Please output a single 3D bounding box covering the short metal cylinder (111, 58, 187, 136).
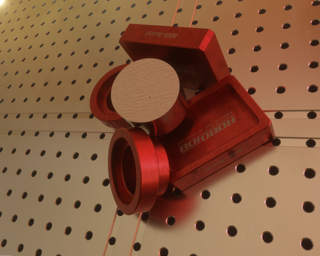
[{"bbox_3d":[-0.011,-0.036,0.371,0.080,0.050,0.080,-5,70,13],"label":"short metal cylinder"}]

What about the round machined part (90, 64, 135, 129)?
[{"bbox_3d":[-0.048,-0.042,0.447,0.098,0.042,0.098,-13,56,20],"label":"round machined part"}]

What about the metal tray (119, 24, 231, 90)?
[{"bbox_3d":[0.020,-0.092,0.411,0.130,0.090,0.030,16,71,34],"label":"metal tray"}]

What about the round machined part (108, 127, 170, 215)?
[{"bbox_3d":[-0.023,0.047,0.357,0.098,0.042,0.097,7,98,61],"label":"round machined part"}]

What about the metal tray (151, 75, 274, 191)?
[{"bbox_3d":[0.055,0.004,0.372,0.130,0.030,0.090,-32,52,7],"label":"metal tray"}]
